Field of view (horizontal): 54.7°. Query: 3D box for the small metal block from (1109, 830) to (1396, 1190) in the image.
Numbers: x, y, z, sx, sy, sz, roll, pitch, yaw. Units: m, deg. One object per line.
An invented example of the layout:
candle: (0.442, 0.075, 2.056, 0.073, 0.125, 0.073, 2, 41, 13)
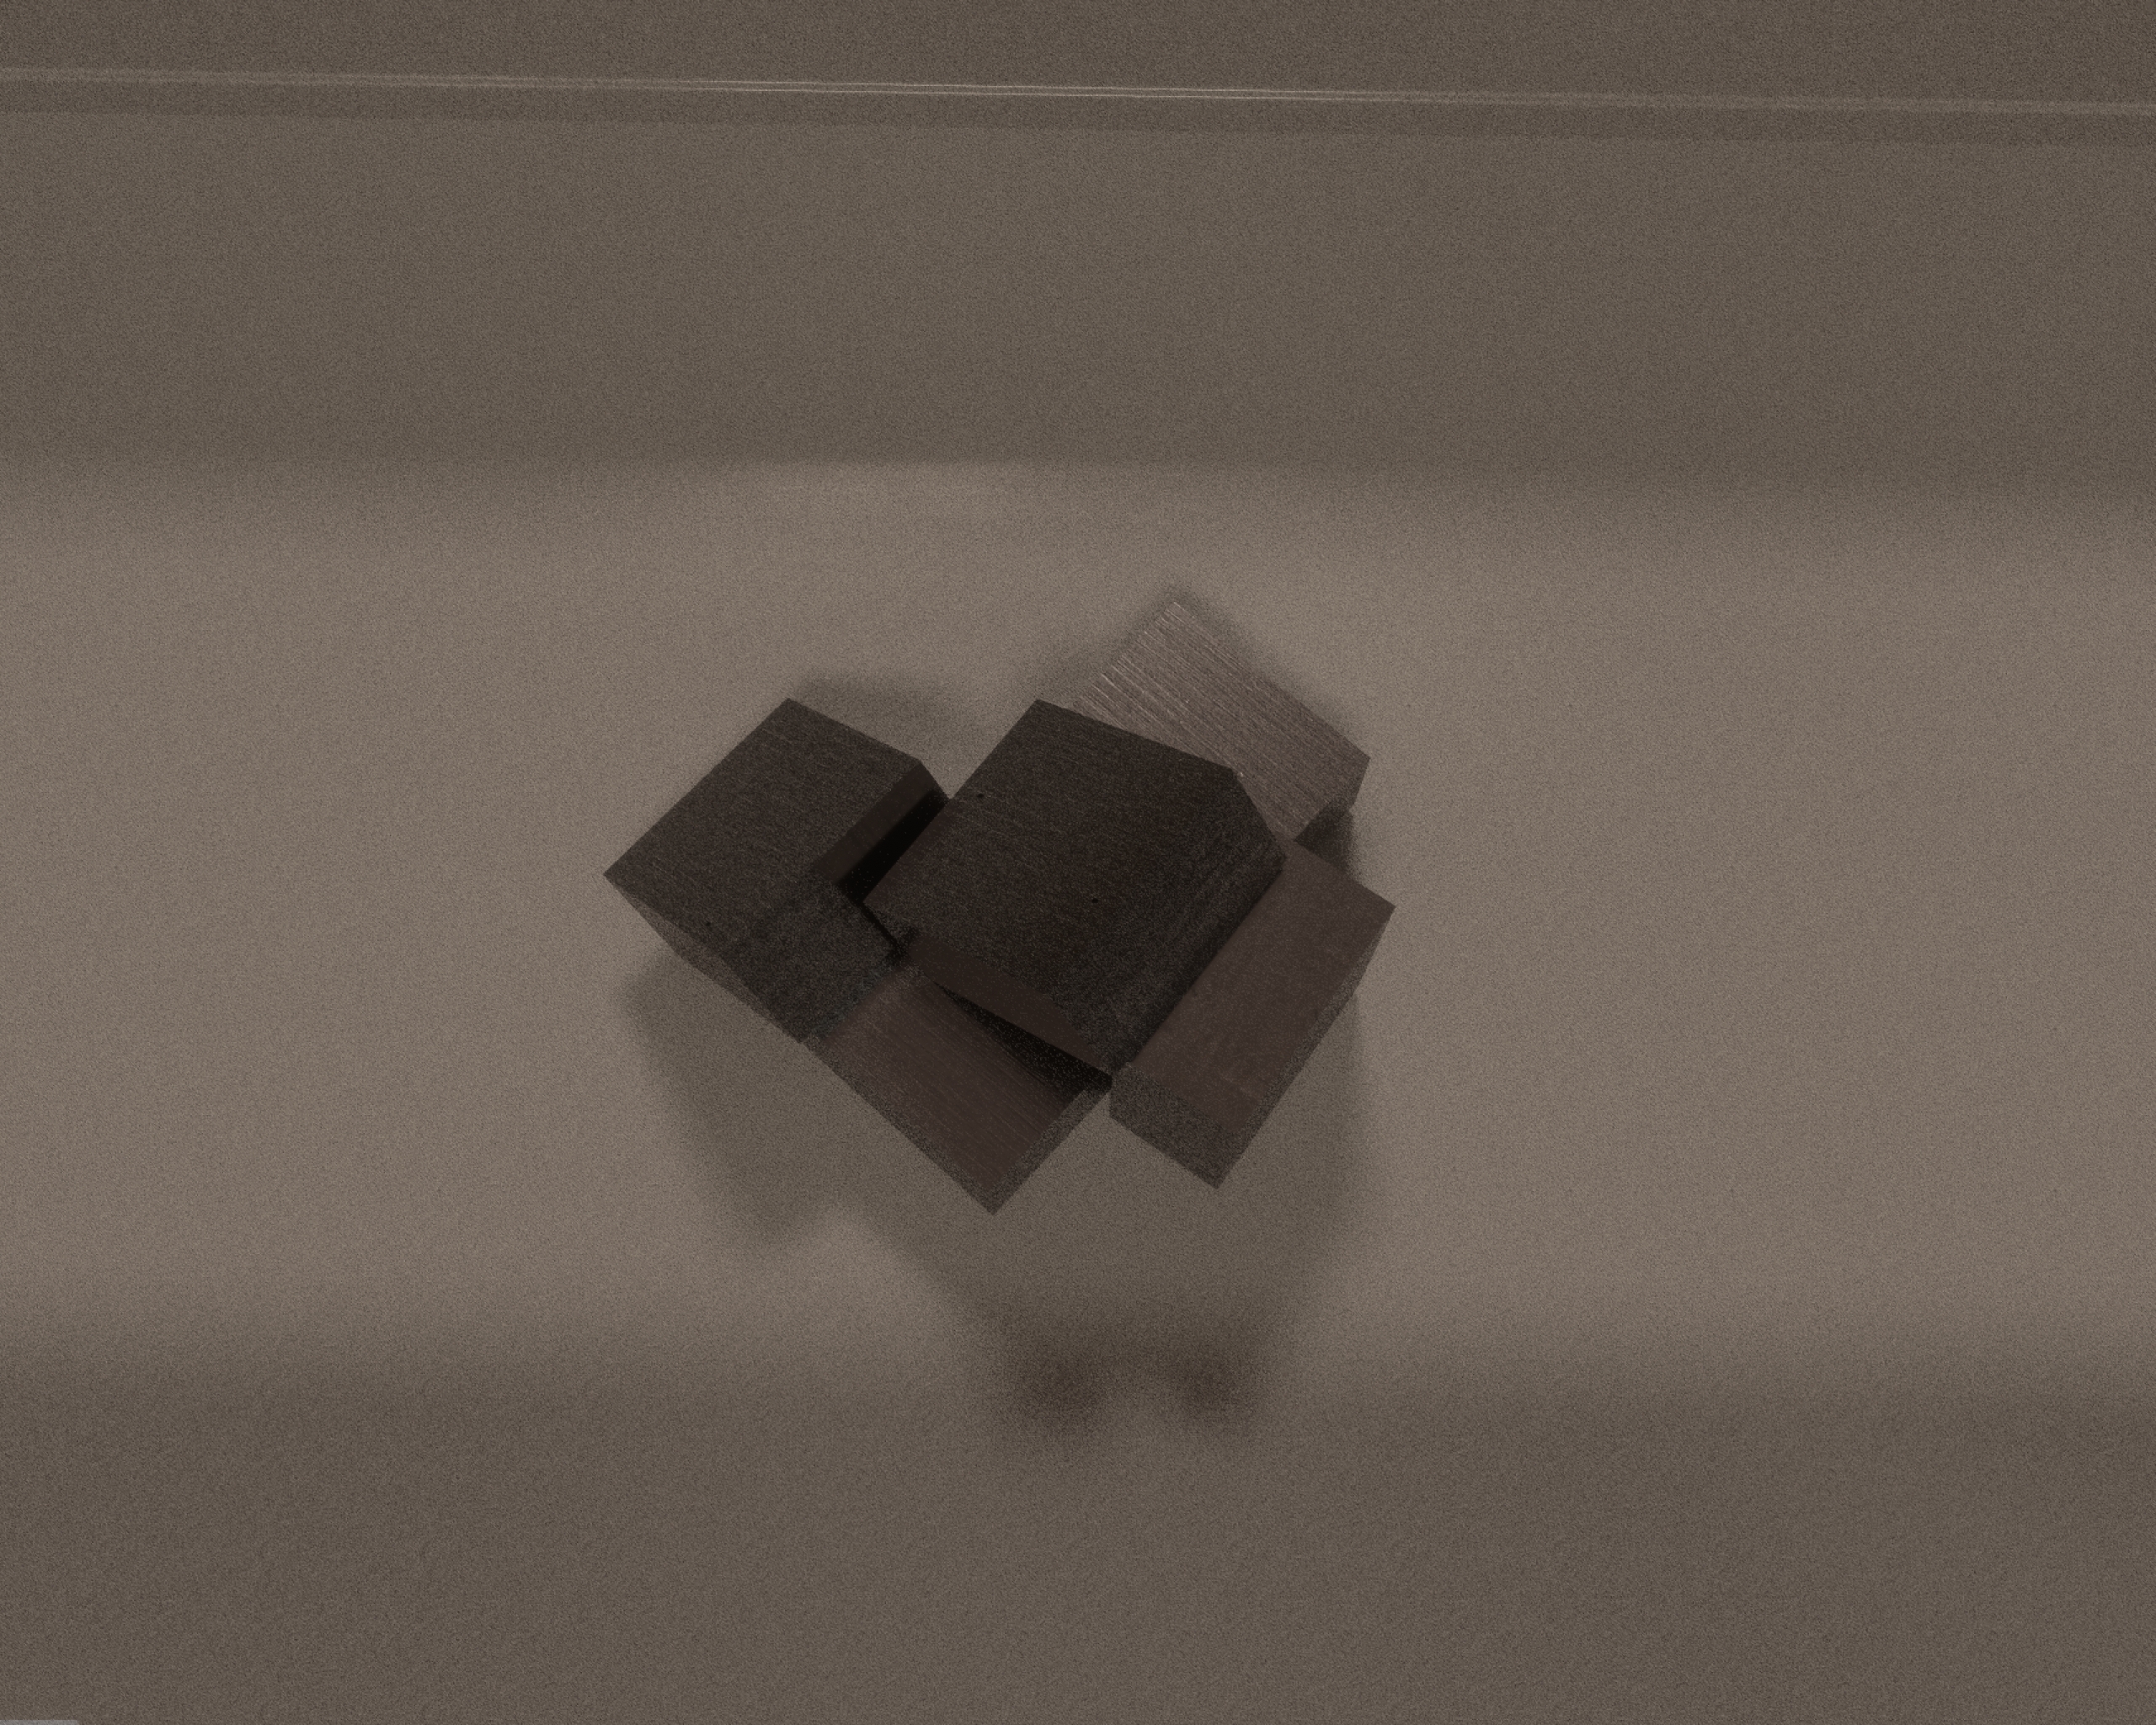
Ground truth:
small metal block: (0.031, 0.028, 0.384, 0.025, 0.050, 0.050, 34, 73, 11)

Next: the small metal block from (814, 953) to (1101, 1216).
small metal block: (-0.018, 0.030, 0.397, 0.050, 0.025, 0.050, 40, 75, 13)

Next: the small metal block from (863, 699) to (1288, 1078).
small metal block: (-0.001, 0.003, 0.367, 0.050, 0.025, 0.050, 24, 68, 44)

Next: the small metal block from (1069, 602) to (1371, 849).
small metal block: (0.021, -0.014, 0.413, 0.050, 0.025, 0.050, 40, 75, 13)

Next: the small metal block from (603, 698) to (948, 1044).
small metal block: (-0.054, 0.000, 0.394, 0.050, 0.025, 0.050, -46, 38, -15)
